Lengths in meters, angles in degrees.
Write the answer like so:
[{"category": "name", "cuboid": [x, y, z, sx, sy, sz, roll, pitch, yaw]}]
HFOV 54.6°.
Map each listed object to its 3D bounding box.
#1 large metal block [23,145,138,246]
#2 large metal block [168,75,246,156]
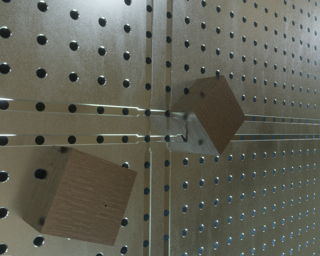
[{"category": "large metal block", "cuboid": [-0.081, 0.070, 0.325, 0.080, 0.050, 0.080, 28, 73, -37]}, {"category": "large metal block", "cuboid": [0.070, -0.018, 0.451, 0.080, 0.050, 0.080, -49, 119, -28]}]
